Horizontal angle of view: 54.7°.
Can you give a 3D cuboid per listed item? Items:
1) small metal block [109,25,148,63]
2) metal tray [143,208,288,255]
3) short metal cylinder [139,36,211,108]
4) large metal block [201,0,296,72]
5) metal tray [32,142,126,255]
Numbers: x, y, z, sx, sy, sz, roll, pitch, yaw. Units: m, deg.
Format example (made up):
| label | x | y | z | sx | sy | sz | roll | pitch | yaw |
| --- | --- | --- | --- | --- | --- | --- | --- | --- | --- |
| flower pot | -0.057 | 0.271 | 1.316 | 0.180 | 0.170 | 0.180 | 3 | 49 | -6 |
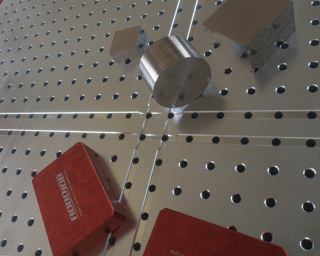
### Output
| label | x | y | z | sx | sy | sz | roll | pitch | yaw |
| --- | --- | --- | --- | --- | --- | --- | --- | --- | --- |
| small metal block | -0.053 | -0.140 | 0.520 | 0.050 | 0.025 | 0.050 | -5 | 59 | 25 |
| metal tray | 0.046 | 0.139 | 0.295 | 0.130 | 0.030 | 0.090 | 10 | 67 | 32 |
| short metal cylinder | 0.019 | -0.072 | 0.406 | 0.080 | 0.080 | 0.050 | -34 | 52 | 6 |
| large metal block | 0.118 | -0.134 | 0.412 | 0.080 | 0.050 | 0.080 | -44 | 51 | -3 |
| metal tray | -0.110 | 0.091 | 0.405 | 0.090 | 0.030 | 0.130 | -38 | 51 | 2 |
